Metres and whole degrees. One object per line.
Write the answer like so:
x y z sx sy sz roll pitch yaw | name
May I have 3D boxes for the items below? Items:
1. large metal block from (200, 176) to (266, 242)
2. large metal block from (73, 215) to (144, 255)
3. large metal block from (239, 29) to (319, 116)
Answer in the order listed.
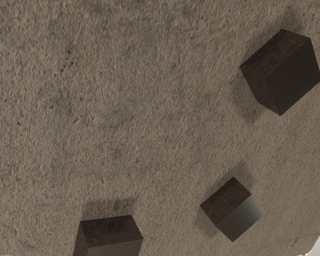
0.132 0.147 0.556 0.080 0.050 0.080 -41 130 0 | large metal block
-0.079 0.181 0.461 0.081 0.050 0.079 2 118 -30 | large metal block
0.172 -0.078 0.439 0.080 0.050 0.080 -42 130 0 | large metal block
